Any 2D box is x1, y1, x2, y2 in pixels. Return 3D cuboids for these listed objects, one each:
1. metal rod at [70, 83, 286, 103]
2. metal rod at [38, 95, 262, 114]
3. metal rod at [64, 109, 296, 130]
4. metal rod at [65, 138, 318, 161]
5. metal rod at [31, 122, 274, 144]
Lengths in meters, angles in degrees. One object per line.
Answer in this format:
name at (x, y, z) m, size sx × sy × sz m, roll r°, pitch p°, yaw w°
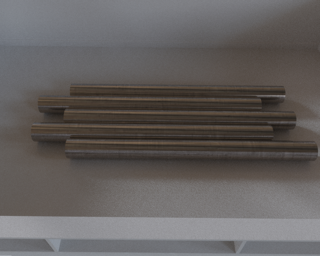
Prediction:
metal rod at (0.025, -0.050, 0.445) m, size 0.302 × 0.025 × 0.025 m, roll 1°, pitch 50°, yaw 0°
metal rod at (-0.013, -0.031, 0.429) m, size 0.302 × 0.025 × 0.025 m, roll 1°, pitch 50°, yaw 0°
metal rod at (0.026, -0.012, 0.414) m, size 0.302 × 0.025 × 0.025 m, roll 1°, pitch 50°, yaw 0°
metal rod at (0.038, 0.027, 0.381) m, size 0.302 × 0.025 × 0.025 m, roll 1°, pitch 50°, yaw 0°
metal rod at (-0.009, 0.007, 0.397) m, size 0.302 × 0.025 × 0.025 m, roll 1°, pitch 50°, yaw 0°
